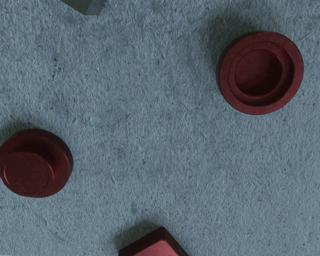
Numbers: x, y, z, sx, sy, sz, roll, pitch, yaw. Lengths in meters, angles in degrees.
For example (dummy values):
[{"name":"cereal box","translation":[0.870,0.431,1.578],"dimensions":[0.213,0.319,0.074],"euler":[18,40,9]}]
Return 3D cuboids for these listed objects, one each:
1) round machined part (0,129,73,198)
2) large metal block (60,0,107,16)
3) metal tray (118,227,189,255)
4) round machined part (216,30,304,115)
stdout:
[{"name":"round machined part","translation":[-0.172,0.054,0.418],"dimensions":[0.099,0.042,0.097],"euler":[0,110,-1]},{"name":"large metal block","translation":[-0.093,-0.161,0.320],"dimensions":[0.080,0.080,0.050],"euler":[30,107,-11]},{"name":"metal tray","translation":[0.005,0.229,0.492],"dimensions":[0.090,0.030,0.130],"euler":[-33,107,11]},{"name":"round machined part","translation":[0.117,-0.068,0.377],"dimensions":[0.099,0.042,0.097],"euler":[0,110,-1]}]
